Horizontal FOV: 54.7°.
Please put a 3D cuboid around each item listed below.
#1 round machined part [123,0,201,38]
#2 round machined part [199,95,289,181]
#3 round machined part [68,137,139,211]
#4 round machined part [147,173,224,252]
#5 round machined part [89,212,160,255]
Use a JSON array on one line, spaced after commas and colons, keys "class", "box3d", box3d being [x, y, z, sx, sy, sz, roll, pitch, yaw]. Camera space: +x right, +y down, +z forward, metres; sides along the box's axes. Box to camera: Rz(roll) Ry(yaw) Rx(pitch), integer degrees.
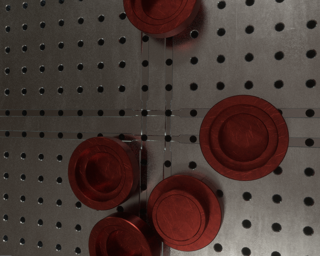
[{"class": "round machined part", "box3d": [0.006, -0.165, 0.401, 0.098, 0.042, 0.097, 0, 90, 19]}, {"class": "round machined part", "box3d": [0.100, 0.011, 0.368, 0.098, 0.042, 0.097, 0, 90, 19]}, {"class": "round machined part", "box3d": [-0.073, 0.060, 0.428, 0.098, 0.042, 0.097, 0, 90, 19]}, {"class": "round machined part", "box3d": [0.029, 0.108, 0.393, 0.098, 0.042, 0.097, 0, 90, 19]}, {"class": "round machined part", "box3d": [-0.043, 0.159, 0.413, 0.098, 0.042, 0.097, 3, 97, 26]}]
